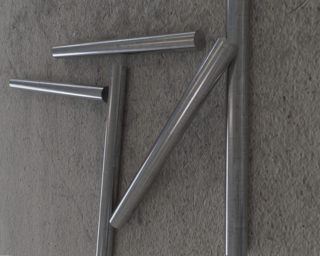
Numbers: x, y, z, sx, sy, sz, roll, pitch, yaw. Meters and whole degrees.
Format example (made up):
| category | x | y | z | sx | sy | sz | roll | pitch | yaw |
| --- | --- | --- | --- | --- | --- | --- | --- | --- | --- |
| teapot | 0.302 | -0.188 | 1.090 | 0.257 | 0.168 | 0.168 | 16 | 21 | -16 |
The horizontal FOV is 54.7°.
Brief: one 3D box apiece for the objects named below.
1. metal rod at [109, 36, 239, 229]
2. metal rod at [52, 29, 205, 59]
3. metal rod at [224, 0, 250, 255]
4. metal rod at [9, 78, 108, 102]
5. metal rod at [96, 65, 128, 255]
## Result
| category | x | y | z | sx | sy | sz | roll | pitch | yaw |
| --- | --- | --- | --- | --- | --- | --- | --- | --- | --- |
| metal rod | 0.003 | 0.026 | 0.385 | 0.025 | 0.025 | 0.298 | 48 | 124 | 29 |
| metal rod | -0.068 | -0.120 | 0.461 | 0.300 | 0.025 | 0.025 | 8 | 95 | 39 |
| metal rod | 0.083 | -0.013 | 0.336 | 0.025 | 0.025 | 0.298 | 1 | 90 | 40 |
| metal rod | -0.194 | -0.073 | 0.565 | 0.300 | 0.025 | 0.025 | 11 | 97 | 39 |
| metal rod | -0.073 | 0.057 | 0.465 | 0.025 | 0.025 | 0.298 | 9 | 96 | 39 |
